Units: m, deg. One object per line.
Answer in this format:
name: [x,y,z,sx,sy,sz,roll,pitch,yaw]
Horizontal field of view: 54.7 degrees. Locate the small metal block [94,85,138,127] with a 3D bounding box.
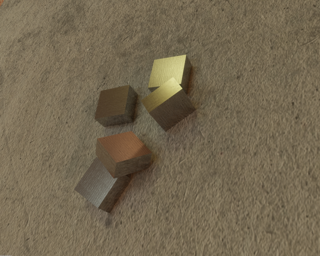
small metal block: [-0.064,-0.032,0.457,0.050,0.025,0.050,-8,58,24]

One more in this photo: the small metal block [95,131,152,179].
small metal block: [-0.046,0.032,0.391,0.050,0.025,0.050,-13,40,-35]

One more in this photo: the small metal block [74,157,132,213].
small metal block: [-0.074,0.072,0.398,0.050,0.025,0.050,24,75,36]

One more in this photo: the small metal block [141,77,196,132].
small metal block: [0.012,-0.029,0.400,0.050,0.050,0.025,-36,51,4]

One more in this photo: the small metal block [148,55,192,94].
small metal block: [0.015,-0.073,0.441,0.050,0.025,0.050,-3,60,26]
